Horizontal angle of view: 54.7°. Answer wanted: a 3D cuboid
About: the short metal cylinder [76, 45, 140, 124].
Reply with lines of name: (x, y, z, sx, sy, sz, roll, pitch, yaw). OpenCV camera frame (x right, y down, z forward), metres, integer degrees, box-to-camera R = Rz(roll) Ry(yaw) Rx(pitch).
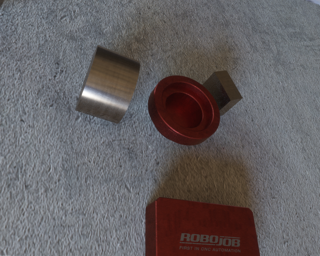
short metal cylinder: (-0.062, -0.050, 0.366, 0.050, 0.080, 0.080, 19, 55, -18)

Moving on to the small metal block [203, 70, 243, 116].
small metal block: (0.089, -0.051, 0.466, 0.025, 0.050, 0.050, -13, 69, -33)

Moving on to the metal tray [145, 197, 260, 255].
metal tray: (0.050, 0.132, 0.347, 0.131, 0.030, 0.090, 12, 57, -22)

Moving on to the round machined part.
round machined part: (0.029, -0.020, 0.420, 0.099, 0.042, 0.098, 14, 56, -21)

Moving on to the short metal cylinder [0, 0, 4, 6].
short metal cylinder: (-0.226, -0.168, 0.349, 0.080, 0.080, 0.050, 42, 51, 0)
